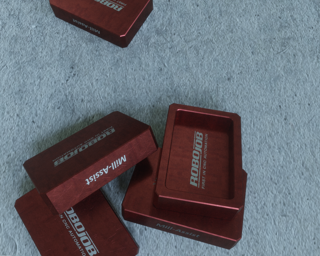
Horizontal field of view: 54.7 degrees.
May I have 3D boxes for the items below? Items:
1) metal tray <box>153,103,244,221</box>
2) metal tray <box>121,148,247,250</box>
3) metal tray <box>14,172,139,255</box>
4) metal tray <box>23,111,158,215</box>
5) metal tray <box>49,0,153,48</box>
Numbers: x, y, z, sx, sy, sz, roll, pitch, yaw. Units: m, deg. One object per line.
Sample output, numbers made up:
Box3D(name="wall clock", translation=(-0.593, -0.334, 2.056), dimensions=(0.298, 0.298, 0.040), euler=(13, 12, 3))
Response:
Box3D(name="metal tray", translation=(0.046, 0.034, 0.359), dimensions=(0.091, 0.030, 0.130), euler=(10, 51, 1))
Box3D(name="metal tray", translation=(0.031, 0.077, 0.362), dimensions=(0.131, 0.030, 0.090), euler=(14, 51, 5))
Box3D(name="metal tray", translation=(-0.096, 0.116, 0.362), dimensions=(0.090, 0.030, 0.130), euler=(-34, 74, -12))
Box3D(name="metal tray", translation=(-0.079, 0.032, 0.352), dimensions=(0.131, 0.030, 0.090), euler=(-32, 30, -23))
Box3D(name="metal tray", translation=(-0.088, -0.188, 0.473), dimensions=(0.130, 0.030, 0.090), euler=(27, 72, 9))
